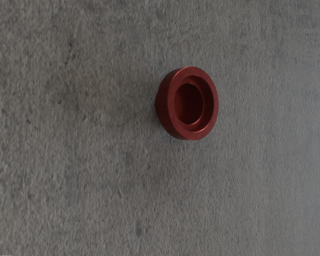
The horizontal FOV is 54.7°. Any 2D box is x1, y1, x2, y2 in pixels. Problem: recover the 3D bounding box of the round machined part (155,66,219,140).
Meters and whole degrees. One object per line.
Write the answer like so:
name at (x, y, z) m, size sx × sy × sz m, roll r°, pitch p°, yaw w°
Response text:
round machined part at (0.033, -0.032, 0.423) m, size 0.099 × 0.042 × 0.097 m, roll 0°, pitch 90°, yaw -40°
